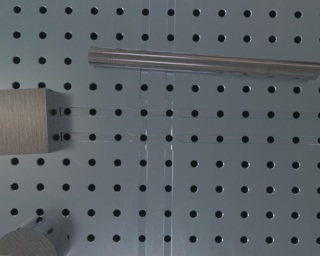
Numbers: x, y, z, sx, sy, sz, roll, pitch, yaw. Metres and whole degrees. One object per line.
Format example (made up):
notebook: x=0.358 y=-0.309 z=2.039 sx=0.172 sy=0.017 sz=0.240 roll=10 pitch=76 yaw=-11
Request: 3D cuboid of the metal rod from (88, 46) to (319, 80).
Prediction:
metal rod: x=0.058 y=-0.086 z=0.413 sx=0.302 sy=0.025 sz=0.025 roll=4 pitch=90 yaw=0

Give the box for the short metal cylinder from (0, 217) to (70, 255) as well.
short metal cylinder: x=-0.164 y=0.162 z=0.400 sx=0.081 sy=0.050 sz=0.079 roll=0 pitch=90 yaw=0

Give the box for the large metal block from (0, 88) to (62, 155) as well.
large metal block: x=-0.177 y=-0.007 z=0.399 sx=0.081 sy=0.050 sz=0.079 roll=-3 pitch=90 yaw=0
